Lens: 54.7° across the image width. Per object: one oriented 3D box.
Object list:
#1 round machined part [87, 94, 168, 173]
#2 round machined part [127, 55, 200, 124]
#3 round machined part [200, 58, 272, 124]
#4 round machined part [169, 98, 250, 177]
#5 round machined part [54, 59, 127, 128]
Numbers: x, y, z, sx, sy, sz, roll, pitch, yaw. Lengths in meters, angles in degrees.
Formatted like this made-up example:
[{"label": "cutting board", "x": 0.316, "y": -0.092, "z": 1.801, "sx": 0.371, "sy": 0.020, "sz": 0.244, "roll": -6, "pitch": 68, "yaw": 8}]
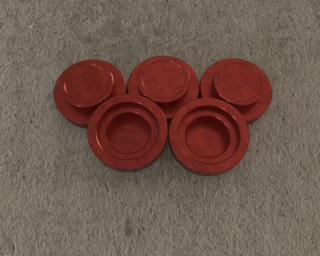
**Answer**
[{"label": "round machined part", "x": -0.039, "y": 0.009, "z": 0.396, "sx": 0.099, "sy": 0.042, "sz": 0.098, "roll": 0, "pitch": 70, "yaw": -1}, {"label": "round machined part", "x": 0.005, "y": -0.057, "z": 0.421, "sx": 0.099, "sy": 0.042, "sz": 0.098, "roll": 0, "pitch": 70, "yaw": -1}, {"label": "round machined part", "x": 0.104, "y": -0.054, "z": 0.421, "sx": 0.099, "sy": 0.042, "sz": 0.098, "roll": 0, "pitch": 70, "yaw": -1}, {"label": "round machined part", "x": 0.060, "y": 0.014, "z": 0.396, "sx": 0.099, "sy": 0.042, "sz": 0.098, "roll": 0, "pitch": 70, "yaw": -1}, {"label": "round machined part", "x": -0.094, "y": -0.051, "z": 0.418, "sx": 0.099, "sy": 0.042, "sz": 0.098, "roll": 0, "pitch": 70, "yaw": -1}]
